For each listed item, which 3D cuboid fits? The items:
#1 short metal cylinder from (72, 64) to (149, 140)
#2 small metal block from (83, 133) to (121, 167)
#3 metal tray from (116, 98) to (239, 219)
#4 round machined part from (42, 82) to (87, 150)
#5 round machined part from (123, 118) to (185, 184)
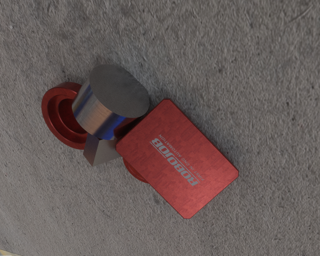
[{"bbox_3d":[-0.061,-0.032,0.384,0.080,0.080,0.050,44,129,-3],"label":"short metal cylinder"},{"bbox_3d":[-0.071,0.020,0.417,0.025,0.050,0.050,46,133,28],"label":"small metal block"},{"bbox_3d":[0.021,0.037,0.387,0.090,0.030,0.130,-43,95,7],"label":"metal tray"},{"bbox_3d":[-0.116,-0.021,0.443,0.098,0.042,0.097,13,124,20],"label":"round machined part"},{"bbox_3d":[-0.012,0.038,0.425,0.098,0.042,0.097,13,124,20],"label":"round machined part"}]
